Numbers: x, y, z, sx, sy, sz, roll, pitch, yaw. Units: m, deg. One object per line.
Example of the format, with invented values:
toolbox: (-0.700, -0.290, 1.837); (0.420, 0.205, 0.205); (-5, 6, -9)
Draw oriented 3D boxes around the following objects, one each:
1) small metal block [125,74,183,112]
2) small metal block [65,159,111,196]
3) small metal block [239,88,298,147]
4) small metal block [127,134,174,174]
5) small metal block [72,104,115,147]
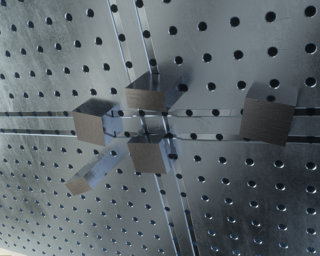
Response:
small metal block: (-0.006, -0.043, 0.370); (0.050, 0.050, 0.025); (8, 122, 23)
small metal block: (-0.117, 0.080, 0.504); (0.050, 0.050, 0.025); (-24, 105, 36)
small metal block: (0.118, -0.012, 0.341); (0.050, 0.025, 0.050); (13, 124, 20)
small metal block: (-0.013, 0.036, 0.439); (0.050, 0.025, 0.050); (-1, 118, 28)
small metal block: (-0.098, -0.004, 0.458); (0.050, 0.025, 0.050); (11, 123, 21)
